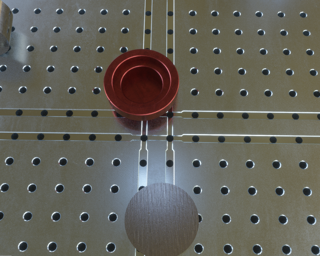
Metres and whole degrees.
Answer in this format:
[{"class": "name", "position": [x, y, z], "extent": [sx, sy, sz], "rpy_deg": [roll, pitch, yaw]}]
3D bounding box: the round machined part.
[{"class": "round machined part", "position": [-0.024, -0.055, 0.422], "extent": [0.099, 0.042, 0.098], "rpy_deg": [0, 70, 0]}]

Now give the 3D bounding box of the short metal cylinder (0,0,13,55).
[{"class": "short metal cylinder", "position": [-0.253, -0.144, 0.433], "extent": [0.081, 0.080, 0.050], "rpy_deg": [-3, 70, -1]}]

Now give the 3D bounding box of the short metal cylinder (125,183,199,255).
[{"class": "short metal cylinder", "position": [0.002, 0.108, 0.359], "extent": [0.081, 0.050, 0.080], "rpy_deg": [0, 70, 0]}]
